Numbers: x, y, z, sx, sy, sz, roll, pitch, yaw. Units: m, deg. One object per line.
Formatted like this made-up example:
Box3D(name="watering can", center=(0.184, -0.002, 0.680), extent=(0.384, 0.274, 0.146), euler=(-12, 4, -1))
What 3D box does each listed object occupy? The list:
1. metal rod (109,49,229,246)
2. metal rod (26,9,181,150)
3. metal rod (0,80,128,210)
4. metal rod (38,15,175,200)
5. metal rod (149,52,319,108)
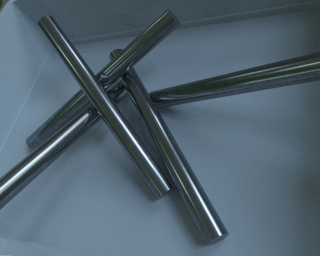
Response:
Box3D(name="metal rod", center=(-0.004, 0.001, 0.388), extent=(0.025, 0.025, 0.299), euler=(-33, 57, 7))
Box3D(name="metal rod", center=(-0.094, -0.056, 0.441), extent=(0.299, 0.025, 0.025), euler=(-36, 50, 23))
Box3D(name="metal rod", center=(-0.120, 0.016, 0.379), extent=(0.025, 0.025, 0.301), euler=(9, 41, 32))
Box3D(name="metal rod", center=(-0.078, -0.039, 0.403), extent=(0.025, 0.025, 0.299), euler=(-38, 72, 3))
Box3D(name="metal rod", center=(0.093, -0.050, 0.326), extent=(0.299, 0.025, 0.025), euler=(-6, 57, 47))
